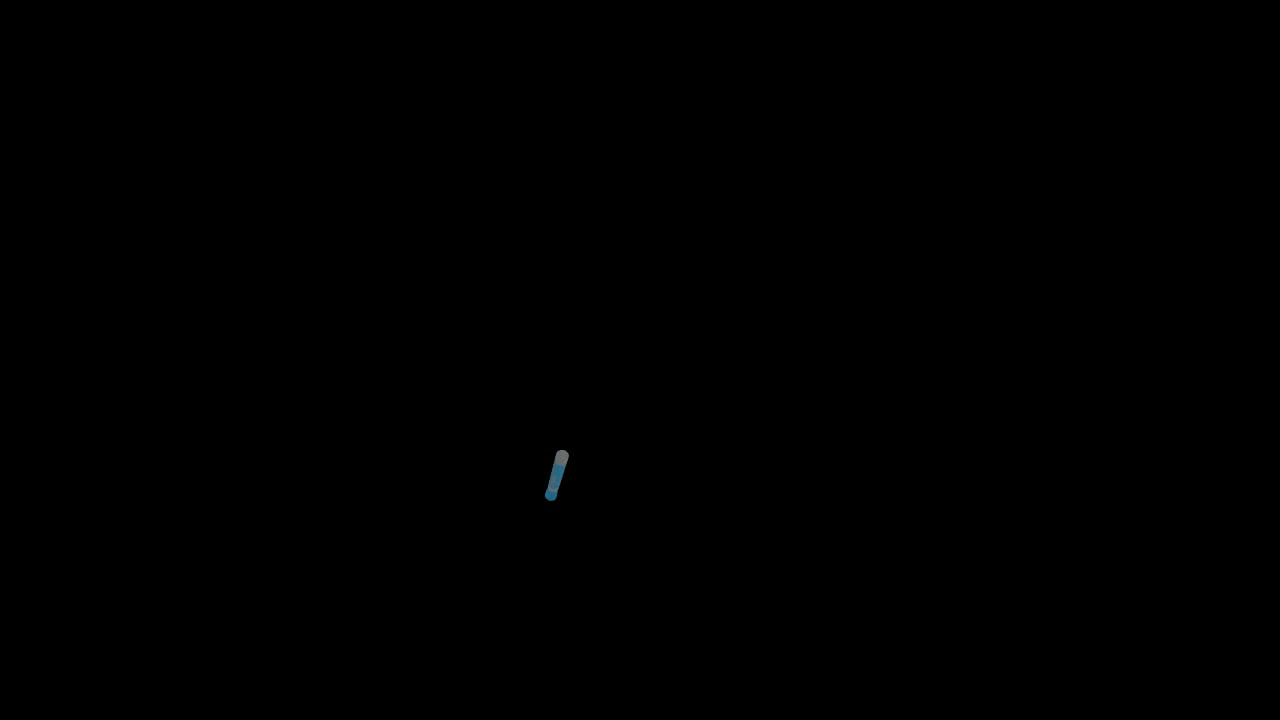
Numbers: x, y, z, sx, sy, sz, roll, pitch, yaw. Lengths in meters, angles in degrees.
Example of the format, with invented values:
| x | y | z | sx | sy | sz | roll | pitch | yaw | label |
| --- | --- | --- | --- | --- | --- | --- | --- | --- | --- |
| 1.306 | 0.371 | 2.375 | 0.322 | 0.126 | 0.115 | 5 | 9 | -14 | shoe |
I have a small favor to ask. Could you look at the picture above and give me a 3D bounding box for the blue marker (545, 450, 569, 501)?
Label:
| x | y | z | sx | sy | sz | roll | pitch | yaw | label |
| --- | --- | --- | --- | --- | --- | --- | --- | --- | --- |
| -0.125 | 0.175 | 0.920 | 0.020 | 0.020 | 0.121 | 0 | -41 | -19 | blue marker |
